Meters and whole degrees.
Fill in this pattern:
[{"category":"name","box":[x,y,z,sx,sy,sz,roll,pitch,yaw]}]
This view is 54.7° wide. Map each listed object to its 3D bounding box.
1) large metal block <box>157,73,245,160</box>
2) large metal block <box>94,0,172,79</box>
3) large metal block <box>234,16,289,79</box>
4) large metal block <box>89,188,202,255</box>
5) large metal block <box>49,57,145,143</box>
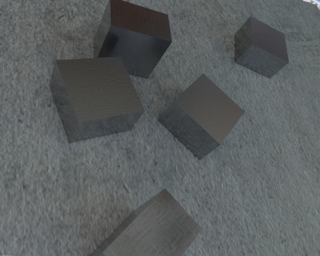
[{"category":"large metal block","box":[0.058,-0.017,0.431,0.080,0.050,0.080,44,51,1]},{"category":"large metal block","box":[-0.040,-0.118,0.420,0.081,0.080,0.050,8,58,-24]},{"category":"large metal block","box":[0.190,-0.152,0.586,0.080,0.050,0.080,20,54,-17]},{"category":"large metal block","box":[-0.019,0.112,0.291,0.050,0.080,0.080,47,51,4]},{"category":"large metal block","box":[-0.077,-0.036,0.369,0.081,0.050,0.080,-12,68,-34]}]
